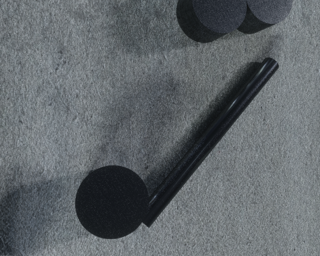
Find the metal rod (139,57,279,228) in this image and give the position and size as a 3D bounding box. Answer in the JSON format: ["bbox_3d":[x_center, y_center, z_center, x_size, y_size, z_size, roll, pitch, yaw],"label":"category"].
[{"bbox_3d":[0.073,0.011,0.436,0.025,0.025,0.300,45,76,-15],"label":"metal rod"}]

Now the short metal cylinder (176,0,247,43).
[{"bbox_3d":[0.069,-0.162,0.421,0.081,0.050,0.080,0,90,-20],"label":"short metal cylinder"}]

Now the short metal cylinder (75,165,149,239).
[{"bbox_3d":[-0.056,0.085,0.366,0.081,0.050,0.080,1,82,-9],"label":"short metal cylinder"}]

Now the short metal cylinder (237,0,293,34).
[{"bbox_3d":[0.142,-0.183,0.448,0.081,0.050,0.080,0,90,-20],"label":"short metal cylinder"}]
